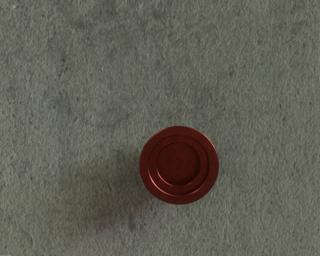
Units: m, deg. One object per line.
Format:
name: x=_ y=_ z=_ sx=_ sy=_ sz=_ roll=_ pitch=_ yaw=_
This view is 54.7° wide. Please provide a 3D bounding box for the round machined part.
round machined part: x=0.023 y=0.046 z=0.402 sx=0.099 sy=0.042 sz=0.097 roll=0 pitch=90 yaw=-1
